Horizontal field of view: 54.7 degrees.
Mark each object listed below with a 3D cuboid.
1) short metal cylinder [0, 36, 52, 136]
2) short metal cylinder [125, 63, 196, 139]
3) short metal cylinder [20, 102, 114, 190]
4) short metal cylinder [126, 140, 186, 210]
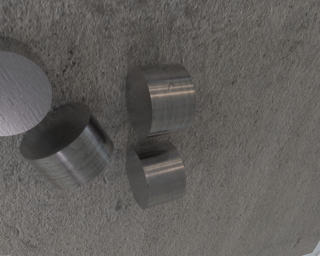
[{"bbox_3d":[-0.146,-0.039,0.287,0.081,0.050,0.079,-14,124,-21],"label":"short metal cylinder"},{"bbox_3d":[-0.002,-0.031,0.351,0.050,0.080,0.079,-10,123,-23],"label":"short metal cylinder"},{"bbox_3d":[-0.097,0.018,0.329,0.080,0.080,0.050,-33,129,-7],"label":"short metal cylinder"},{"bbox_3d":[-0.007,0.060,0.404,0.050,0.080,0.079,-11,123,-22],"label":"short metal cylinder"}]
